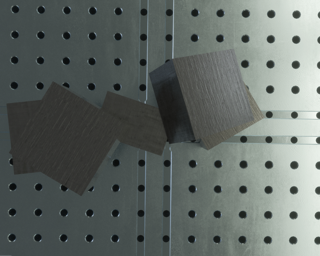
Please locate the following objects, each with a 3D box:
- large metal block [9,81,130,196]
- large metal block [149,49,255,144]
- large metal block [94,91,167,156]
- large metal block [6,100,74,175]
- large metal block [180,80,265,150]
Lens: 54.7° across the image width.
[{"bbox_3d":[-0.088,0.010,0.319,0.080,0.050,0.080,31,90,0],"label":"large metal block"},{"bbox_3d":[0.045,-0.034,0.333,0.081,0.050,0.080,-16,91,-29],"label":"large metal block"},{"bbox_3d":[-0.029,-0.005,0.385,0.080,0.080,0.050,19,90,-1],"label":"large metal block"},{"bbox_3d":[-0.141,0.009,0.384,0.050,0.080,0.079,-6,90,0],"label":"large metal block"},{"bbox_3d":[0.073,-0.027,0.402,0.080,0.050,0.080,-30,90,0],"label":"large metal block"}]
